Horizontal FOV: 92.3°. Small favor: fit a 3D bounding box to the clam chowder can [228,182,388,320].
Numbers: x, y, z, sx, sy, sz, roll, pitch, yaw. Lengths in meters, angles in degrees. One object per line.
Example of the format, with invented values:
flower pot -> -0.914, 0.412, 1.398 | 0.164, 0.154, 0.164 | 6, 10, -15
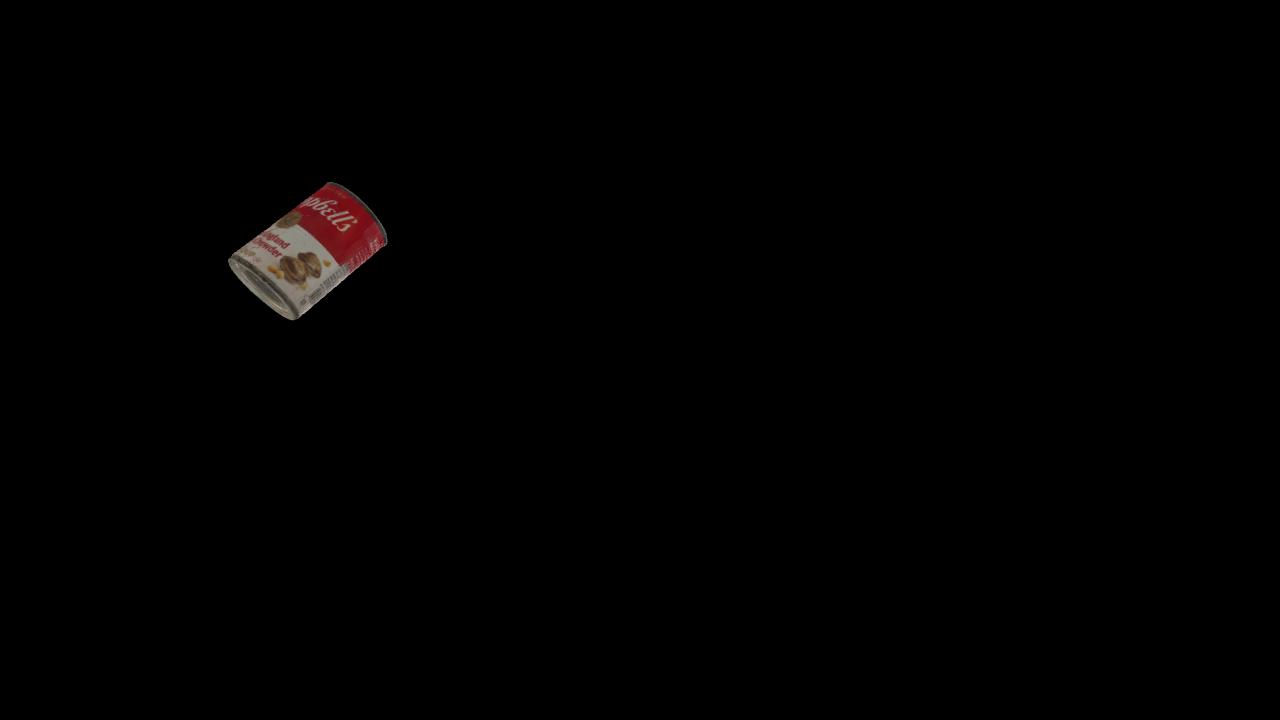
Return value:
clam chowder can -> -0.273, -0.090, 0.511 | 0.068, 0.102, 0.068 | 28, -28, 17
